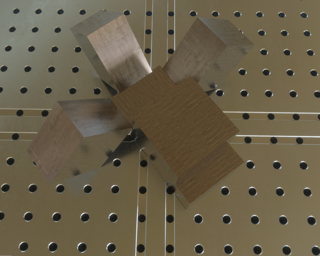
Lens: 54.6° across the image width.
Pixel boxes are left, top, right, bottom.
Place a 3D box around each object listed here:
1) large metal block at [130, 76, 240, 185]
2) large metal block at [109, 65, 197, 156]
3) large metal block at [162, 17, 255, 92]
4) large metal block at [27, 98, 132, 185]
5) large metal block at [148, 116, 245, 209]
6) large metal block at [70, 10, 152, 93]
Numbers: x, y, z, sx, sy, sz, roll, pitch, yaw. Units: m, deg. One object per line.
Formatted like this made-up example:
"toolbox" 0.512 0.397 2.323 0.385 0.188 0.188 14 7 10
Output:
"large metal block" 0.025 0.004 0.343 0.080 0.050 0.080 -35 74 -13
"large metal block" -0.007 -0.021 0.406 0.080 0.050 0.080 -36 74 -12
"large metal block" 0.063 -0.092 0.400 0.050 0.080 0.081 50 38 16
"large metal block" -0.092 0.012 0.362 0.050 0.080 0.080 50 119 16
"large metal block" 0.041 0.040 0.383 0.080 0.050 0.080 -35 73 -13
"large metal block" -0.064 -0.101 0.403 0.050 0.080 0.080 -36 35 -12
